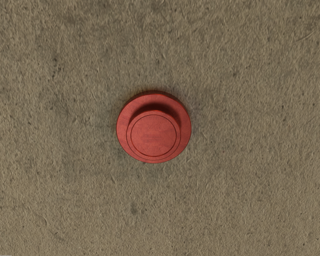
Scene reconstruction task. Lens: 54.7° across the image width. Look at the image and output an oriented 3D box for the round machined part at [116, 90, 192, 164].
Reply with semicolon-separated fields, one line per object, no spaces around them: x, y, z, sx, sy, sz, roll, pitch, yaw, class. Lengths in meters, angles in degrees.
-0.008;0.003;0.403;0.099;0.042;0.097;0;110;-1;round machined part
